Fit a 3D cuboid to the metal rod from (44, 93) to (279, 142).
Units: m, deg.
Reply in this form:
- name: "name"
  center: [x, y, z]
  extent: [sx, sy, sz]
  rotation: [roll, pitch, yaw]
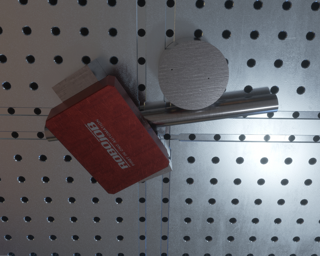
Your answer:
- name: "metal rod"
  center: [0.000, -0.014, 0.409]
  extent: [0.302, 0.025, 0.025]
  rotation: [-7, 110, 2]

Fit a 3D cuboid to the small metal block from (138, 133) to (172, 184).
- name: "small metal block"
  center: [-0.016, 0.042, 0.427]
  extent: [0.050, 0.025, 0.050]
  rotation: [-22, 109, 7]

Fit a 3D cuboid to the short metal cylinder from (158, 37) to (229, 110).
- name: "short metal cylinder"
  center: [0.038, -0.067, 0.375]
  extent: [0.081, 0.050, 0.079]
  rotation: [0, 110, -1]

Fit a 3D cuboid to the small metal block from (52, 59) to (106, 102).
- name: "small metal block"
  center: [-0.096, -0.057, 0.377]
  extent: [0.050, 0.050, 0.025]
  rotation: [-30, 108, 10]

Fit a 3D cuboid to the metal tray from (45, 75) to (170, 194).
- name: "metal tray"
  center: [-0.058, 0.013, 0.373]
  extent: [0.090, 0.030, 0.130]
  rotation: [-29, 119, 10]
